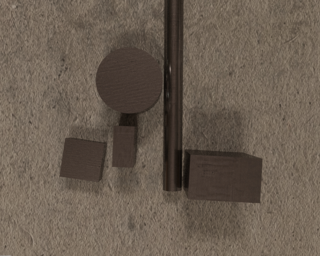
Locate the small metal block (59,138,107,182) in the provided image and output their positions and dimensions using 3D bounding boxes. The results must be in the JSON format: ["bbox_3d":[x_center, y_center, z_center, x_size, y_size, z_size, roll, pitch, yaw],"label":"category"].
[{"bbox_3d":[-0.100,0.041,0.409,0.050,0.025,0.050,8,90,-1],"label":"small metal block"}]

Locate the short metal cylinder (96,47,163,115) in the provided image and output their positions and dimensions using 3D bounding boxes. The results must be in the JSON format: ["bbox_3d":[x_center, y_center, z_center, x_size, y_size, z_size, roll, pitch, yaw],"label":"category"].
[{"bbox_3d":[-0.037,-0.057,0.397,0.081,0.050,0.079,0,90,-1],"label":"short metal cylinder"}]

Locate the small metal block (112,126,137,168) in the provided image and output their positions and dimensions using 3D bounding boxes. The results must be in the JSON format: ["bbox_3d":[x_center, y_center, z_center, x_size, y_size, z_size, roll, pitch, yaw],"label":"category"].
[{"bbox_3d":[-0.044,0.022,0.397,0.025,0.050,0.050,2,90,0],"label":"small metal block"}]

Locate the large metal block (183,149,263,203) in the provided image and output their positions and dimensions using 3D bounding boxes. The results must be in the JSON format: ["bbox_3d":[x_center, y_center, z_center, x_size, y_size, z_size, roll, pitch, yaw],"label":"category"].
[{"bbox_3d":[0.072,0.056,0.384,0.081,0.080,0.050,3,90,-1],"label":"large metal block"}]

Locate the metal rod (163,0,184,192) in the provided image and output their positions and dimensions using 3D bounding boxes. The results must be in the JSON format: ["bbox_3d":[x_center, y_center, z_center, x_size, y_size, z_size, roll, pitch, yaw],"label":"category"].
[{"bbox_3d":[0.018,-0.067,0.410,0.025,0.025,0.298,1,90,-1],"label":"metal rod"}]
